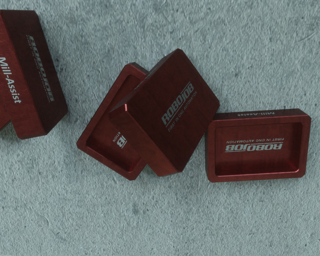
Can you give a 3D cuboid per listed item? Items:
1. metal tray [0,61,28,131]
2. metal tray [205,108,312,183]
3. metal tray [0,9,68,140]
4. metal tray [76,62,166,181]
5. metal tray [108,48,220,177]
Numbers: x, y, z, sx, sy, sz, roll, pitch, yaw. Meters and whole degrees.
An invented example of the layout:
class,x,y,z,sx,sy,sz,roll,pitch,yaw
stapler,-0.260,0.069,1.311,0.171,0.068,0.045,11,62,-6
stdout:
class,x,y,z,sx,sy,sz,roll,pitch,yaw
metal tray,-0.235,-0.056,0.384,0.090,0.030,0.130,-39,106,13
metal tray,0.128,0.024,0.416,0.131,0.030,0.089,-3,110,1
metal tray,-0.149,-0.063,0.350,0.030,0.090,0.129,-11,110,4
metal tray,-0.036,-0.007,0.399,0.090,0.030,0.129,34,107,-6
metal tray,0.012,-0.021,0.349,0.030,0.131,0.090,-23,113,44
